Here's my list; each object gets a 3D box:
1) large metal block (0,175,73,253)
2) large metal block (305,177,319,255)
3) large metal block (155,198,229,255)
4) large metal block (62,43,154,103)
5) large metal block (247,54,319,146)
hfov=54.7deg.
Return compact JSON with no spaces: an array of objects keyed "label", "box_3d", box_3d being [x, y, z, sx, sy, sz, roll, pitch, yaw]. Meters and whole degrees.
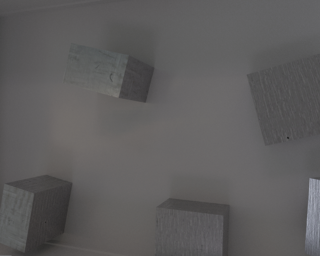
[{"label":"large metal block","box_3d":[-0.177,0.118,0.444,0.050,0.080,0.080,12,94,19]},{"label":"large metal block","box_3d":[0.198,0.095,0.307,0.080,0.050,0.079,5,92,55]},{"label":"large metal block","box_3d":[0.041,0.136,0.383,0.080,0.050,0.080,2,91,20]},{"label":"large metal block","box_3d":[-0.064,-0.069,0.404,0.080,0.080,0.050,16,96,19]},{"label":"large metal block","box_3d":[0.149,-0.029,0.345,0.080,0.050,0.080,-15,85,19]}]
